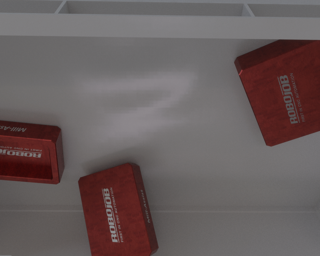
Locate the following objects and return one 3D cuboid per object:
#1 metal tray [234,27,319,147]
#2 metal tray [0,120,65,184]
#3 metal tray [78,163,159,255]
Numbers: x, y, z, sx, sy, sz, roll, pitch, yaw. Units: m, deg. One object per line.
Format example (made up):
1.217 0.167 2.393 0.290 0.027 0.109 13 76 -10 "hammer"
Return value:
0.154 -0.042 0.371 0.090 0.030 0.130 -21 127 17 "metal tray"
-0.206 0.034 0.432 0.131 0.030 0.089 6 130 -5 "metal tray"
-0.062 0.125 0.451 0.090 0.129 0.030 -18 165 14 "metal tray"
